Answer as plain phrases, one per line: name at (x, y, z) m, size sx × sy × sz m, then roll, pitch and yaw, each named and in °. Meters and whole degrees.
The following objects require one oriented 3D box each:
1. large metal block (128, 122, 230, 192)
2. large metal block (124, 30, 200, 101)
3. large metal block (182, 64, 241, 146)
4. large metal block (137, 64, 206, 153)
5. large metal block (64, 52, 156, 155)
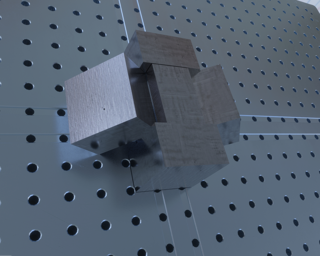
large metal block at (0.018, 0.035, 0.361) m, size 0.081 × 0.080 × 0.050 m, roll 1°, pitch 62°, yaw -28°
large metal block at (-0.006, -0.079, 0.418) m, size 0.081 × 0.080 × 0.050 m, roll 1°, pitch 62°, yaw -28°
large metal block at (0.070, -0.025, 0.416) m, size 0.050 × 0.080 × 0.080 m, roll -16°, pitch 64°, yaw 6°
large metal block at (0.004, -0.021, 0.388) m, size 0.050 × 0.080 × 0.080 m, roll 1°, pitch 61°, yaw -28°
large metal block at (-0.056, -0.025, 0.351) m, size 0.050 × 0.080 × 0.080 m, roll 37°, pitch 36°, yaw -59°
